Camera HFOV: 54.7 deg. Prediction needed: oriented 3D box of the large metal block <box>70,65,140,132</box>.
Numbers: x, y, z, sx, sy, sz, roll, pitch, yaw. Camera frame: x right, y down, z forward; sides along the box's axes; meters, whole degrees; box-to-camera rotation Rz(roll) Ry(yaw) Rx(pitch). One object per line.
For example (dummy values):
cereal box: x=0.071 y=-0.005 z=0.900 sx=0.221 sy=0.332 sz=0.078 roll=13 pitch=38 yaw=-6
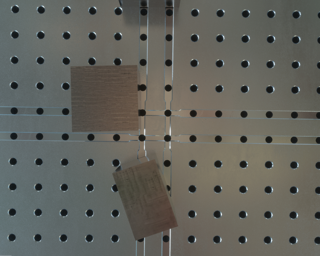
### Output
large metal block: x=-0.067 y=-0.036 z=0.400 sx=0.081 sy=0.050 sz=0.079 roll=-1 pitch=90 yaw=-1

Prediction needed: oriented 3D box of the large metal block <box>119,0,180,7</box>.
large metal block: x=-0.014 y=-0.191 z=0.386 sx=0.081 sy=0.080 sz=0.050 roll=0 pitch=90 yaw=-1

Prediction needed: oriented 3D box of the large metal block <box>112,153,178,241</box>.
large metal block: x=-0.017 y=0.080 z=0.386 sx=0.050 sy=0.080 sz=0.080 roll=-19 pitch=90 yaw=0
